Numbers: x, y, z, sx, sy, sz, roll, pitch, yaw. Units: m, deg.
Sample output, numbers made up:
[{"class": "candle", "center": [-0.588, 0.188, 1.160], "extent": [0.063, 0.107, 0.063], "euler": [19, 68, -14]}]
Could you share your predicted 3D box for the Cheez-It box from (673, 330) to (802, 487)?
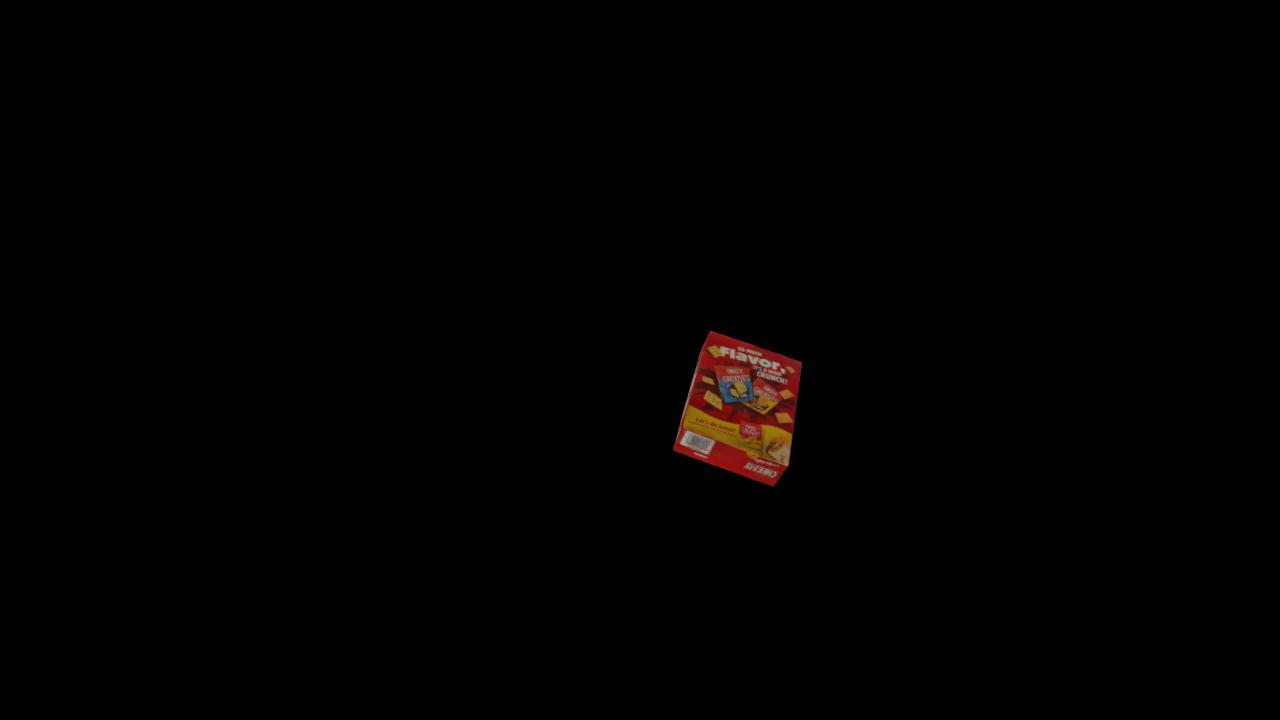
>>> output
[{"class": "Cheez-It box", "center": [0.158, 0.069, 0.972], "extent": [0.166, 0.223, 0.071], "euler": [19, -43, 1]}]
